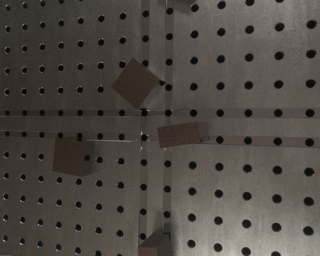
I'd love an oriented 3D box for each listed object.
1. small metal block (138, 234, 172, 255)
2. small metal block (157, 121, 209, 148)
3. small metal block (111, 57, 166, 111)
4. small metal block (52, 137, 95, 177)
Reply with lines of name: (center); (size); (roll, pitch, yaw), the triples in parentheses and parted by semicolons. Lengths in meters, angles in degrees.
small metal block: (-0.005, 0.170, 0.400); (0.025, 0.050, 0.050); (-6, 88, 20)
small metal block: (0.030, 0.008, 0.388); (0.050, 0.050, 0.025); (-9, 87, 19)
small metal block: (-0.029, -0.059, 0.422); (0.050, 0.025, 0.050); (42, 103, 15)
small metal block: (-0.127, 0.041, 0.456); (0.050, 0.025, 0.050); (7, 92, 19)
